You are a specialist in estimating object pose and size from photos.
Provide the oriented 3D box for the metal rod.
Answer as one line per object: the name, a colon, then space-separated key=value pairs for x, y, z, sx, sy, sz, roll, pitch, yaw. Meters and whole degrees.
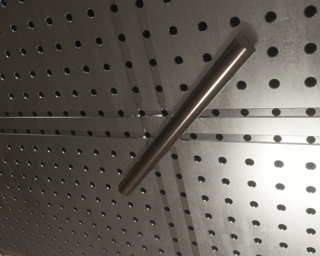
metal rod: x=0.015 y=0.007 z=0.405 sx=0.025 sy=0.025 sz=0.298 roll=39 pitch=129 yaw=1
